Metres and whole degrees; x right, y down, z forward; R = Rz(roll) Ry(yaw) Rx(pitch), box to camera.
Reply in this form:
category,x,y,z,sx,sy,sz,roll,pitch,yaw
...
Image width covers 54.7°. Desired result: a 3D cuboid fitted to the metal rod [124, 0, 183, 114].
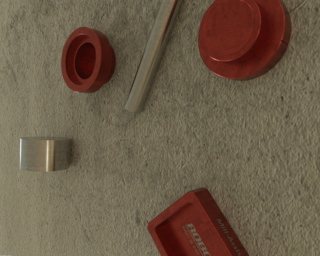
category,x,y,z,sx,sy,sz,roll,pitch,yaw
metal rod,0.014,-0.158,0.391,0.025,0.025,0.298,34,111,34

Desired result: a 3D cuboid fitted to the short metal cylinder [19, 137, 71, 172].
category,x,y,z,sx,sy,sz,roll,pitch,yaw
short metal cylinder,-0.194,0.042,0.526,0.080,0.081,0.050,4,93,39

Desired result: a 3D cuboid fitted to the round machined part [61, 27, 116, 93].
category,x,y,z,sx,sy,sz,roll,pitch,yaw
round machined part,-0.107,-0.102,0.479,0.098,0.042,0.097,0,90,39

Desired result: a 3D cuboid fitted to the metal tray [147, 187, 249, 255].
category,x,y,z,sx,sy,sz,roll,pitch,yaw
metal tray,0.049,0.147,0.359,0.090,0.030,0.130,-45,63,30

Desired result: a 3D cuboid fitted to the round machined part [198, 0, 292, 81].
category,x,y,z,sx,sy,sz,roll,pitch,yaw
round machined part,0.081,-0.101,0.326,0.098,0.042,0.097,0,90,39
